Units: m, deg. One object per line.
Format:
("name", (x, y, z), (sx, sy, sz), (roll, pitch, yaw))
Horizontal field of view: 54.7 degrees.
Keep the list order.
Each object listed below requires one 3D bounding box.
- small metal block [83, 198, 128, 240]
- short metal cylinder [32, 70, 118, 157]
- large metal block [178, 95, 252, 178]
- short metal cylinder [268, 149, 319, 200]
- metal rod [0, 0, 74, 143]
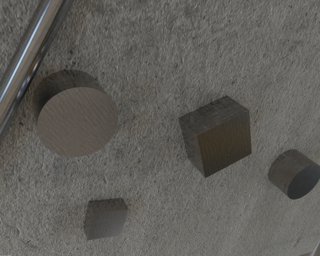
("small metal block", (-0.078, 0.130, 0.445), (0.050, 0.025, 0.050), (2, 118, -30))
("short metal cylinder", (-0.091, -0.016, 0.331), (0.081, 0.050, 0.079), (-14, 124, -21))
("large metal block", (0.080, 0.012, 0.442), (0.080, 0.050, 0.080), (-25, 128, -13))
("short metal cylinder", (0.253, 0.087, 0.583), (0.081, 0.050, 0.079), (-14, 124, -21))
("metal rod", (-0.151, -0.029, 0.306), (0.025, 0.025, 0.299), (24, 106, -37))
